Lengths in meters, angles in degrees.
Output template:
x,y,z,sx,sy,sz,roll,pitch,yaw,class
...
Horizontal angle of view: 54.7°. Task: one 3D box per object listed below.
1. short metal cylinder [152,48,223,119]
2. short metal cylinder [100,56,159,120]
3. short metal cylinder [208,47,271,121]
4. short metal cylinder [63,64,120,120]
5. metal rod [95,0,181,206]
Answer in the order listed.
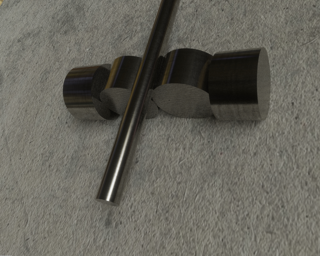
x,y,z,sx,sy,sz,roll,pitch,yaw,class
0.035,-0.053,0.383,0.080,0.080,0.050,1,62,28,short metal cylinder
-0.035,-0.053,0.421,0.080,0.080,0.050,1,62,28,short metal cylinder
0.093,-0.048,0.351,0.050,0.080,0.080,1,62,29,short metal cylinder
-0.093,-0.051,0.450,0.050,0.080,0.080,1,62,29,short metal cylinder
-0.017,-0.057,0.370,0.025,0.025,0.300,1,62,28,metal rod
